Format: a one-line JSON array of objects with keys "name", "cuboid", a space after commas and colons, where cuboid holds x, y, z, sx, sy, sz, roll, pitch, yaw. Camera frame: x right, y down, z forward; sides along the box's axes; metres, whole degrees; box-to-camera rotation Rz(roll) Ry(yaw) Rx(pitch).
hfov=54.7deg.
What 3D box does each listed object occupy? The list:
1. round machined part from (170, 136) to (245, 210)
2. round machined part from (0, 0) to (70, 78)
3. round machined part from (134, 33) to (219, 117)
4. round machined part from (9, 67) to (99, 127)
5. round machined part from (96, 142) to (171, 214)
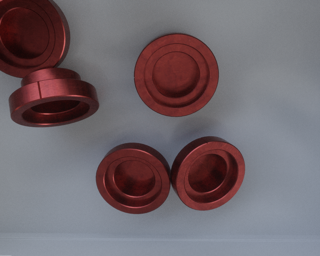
[{"name": "round machined part", "cuboid": [0.060, 0.056, 0.413, 0.099, 0.042, 0.097, -6, 109, -18]}, {"name": "round machined part", "cuboid": [-0.153, -0.109, 0.359, 0.099, 0.042, 0.097, 0, 108, 0]}, {"name": "round machined part", "cuboid": [0.019, -0.066, 0.378, 0.099, 0.042, 0.097, 0, 110, 0]}, {"name": "round machined part", "cuboid": [-0.125, -0.037, 0.367, 0.098, 0.098, 0.042, -16, 76, 6]}, {"name": "round machined part", "cuboid": [-0.033, 0.064, 0.421, 0.099, 0.042, 0.097, 2, 111, 6]}]
